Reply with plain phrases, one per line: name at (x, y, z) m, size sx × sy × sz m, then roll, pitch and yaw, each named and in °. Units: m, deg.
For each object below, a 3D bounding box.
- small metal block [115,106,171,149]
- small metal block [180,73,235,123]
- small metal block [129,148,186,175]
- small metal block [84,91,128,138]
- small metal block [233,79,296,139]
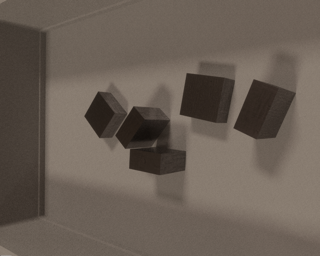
small metal block at (-0.022, 0.000, 0.407) m, size 0.025 × 0.050 × 0.050 m, roll 49°, pitch 119°, yaw 28°
small metal block at (0.054, -0.035, 0.361) m, size 0.050 × 0.025 × 0.050 m, roll 15°, pitch 100°, yaw 38°
small metal block at (-0.003, 0.040, 0.391) m, size 0.050 × 0.050 × 0.025 m, roll 5°, pitch 94°, yaw 39°
small metal block at (-0.084, -0.020, 0.473) m, size 0.050 × 0.025 × 0.050 m, roll 50°, pitch 119°, yaw 28°
small metal block at (0.104, -0.017, 0.304) m, size 0.025 × 0.050 × 0.050 m, roll 30°, pitch 109°, yaw 35°
